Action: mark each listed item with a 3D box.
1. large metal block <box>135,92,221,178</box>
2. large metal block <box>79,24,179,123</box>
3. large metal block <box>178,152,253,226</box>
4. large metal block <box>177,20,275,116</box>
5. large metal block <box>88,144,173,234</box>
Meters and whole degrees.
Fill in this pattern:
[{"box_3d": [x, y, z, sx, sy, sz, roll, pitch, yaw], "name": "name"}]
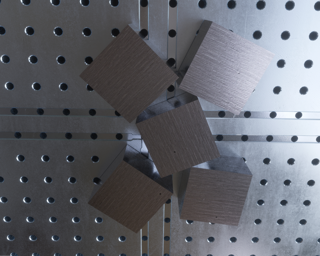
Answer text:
[{"box_3d": [0.023, 0.007, 0.402, 0.080, 0.050, 0.080, -21, 109, 7], "name": "large metal block"}, {"box_3d": [-0.035, -0.067, 0.375, 0.080, 0.050, 0.080, -42, 104, 14], "name": "large metal block"}, {"box_3d": [0.073, 0.083, 0.431, 0.080, 0.050, 0.079, 8, 110, -4], "name": "large metal block"}, {"box_3d": [0.074, -0.073, 0.372, 0.080, 0.050, 0.080, 23, 108, -12], "name": "large metal block"}, {"box_3d": [-0.039, 0.084, 0.429, 0.080, 0.050, 0.080, 36, 106, -12], "name": "large metal block"}]
